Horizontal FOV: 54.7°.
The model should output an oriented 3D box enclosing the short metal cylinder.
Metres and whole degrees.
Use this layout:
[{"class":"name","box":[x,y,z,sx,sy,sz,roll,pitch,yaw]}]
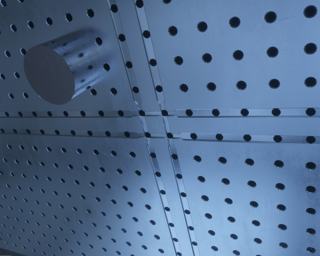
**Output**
[{"class":"short metal cylinder","box":[-0.132,-0.078,0.414,0.080,0.050,0.079,13,124,20]}]
